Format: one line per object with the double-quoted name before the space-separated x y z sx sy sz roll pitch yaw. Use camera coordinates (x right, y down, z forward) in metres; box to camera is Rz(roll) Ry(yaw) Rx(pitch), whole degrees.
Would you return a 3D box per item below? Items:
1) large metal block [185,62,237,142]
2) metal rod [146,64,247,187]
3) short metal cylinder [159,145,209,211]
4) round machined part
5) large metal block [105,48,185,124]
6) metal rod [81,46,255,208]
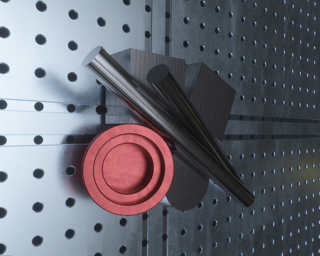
"large metal block" 0.054 -0.033 0.432 0.080 0.050 0.080 31 71 -36
"metal rod" 0.067 0.026 0.412 0.300 0.025 0.025 49 60 -45
"short metal cylinder" 0.019 0.062 0.403 0.081 0.050 0.079 0 90 -40
"round machined part" -0.037 0.045 0.348 0.099 0.042 0.097 1 87 -17
"large metal block" -0.017 -0.044 0.370 0.081 0.050 0.079 1 90 -40
"metal rod" 0.031 0.019 0.364 0.300 0.025 0.025 42 65 -33
